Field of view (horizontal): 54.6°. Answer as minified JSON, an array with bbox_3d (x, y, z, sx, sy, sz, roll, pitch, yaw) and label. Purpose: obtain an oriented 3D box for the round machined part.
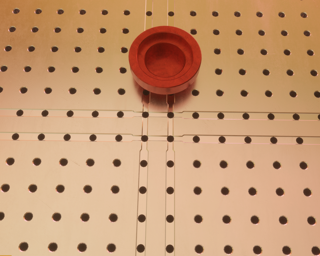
[{"bbox_3d":[0.007,-0.091,0.436,0.099,0.042,0.098,0,70,0],"label":"round machined part"}]
